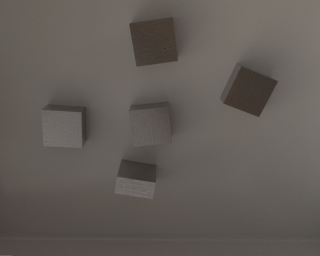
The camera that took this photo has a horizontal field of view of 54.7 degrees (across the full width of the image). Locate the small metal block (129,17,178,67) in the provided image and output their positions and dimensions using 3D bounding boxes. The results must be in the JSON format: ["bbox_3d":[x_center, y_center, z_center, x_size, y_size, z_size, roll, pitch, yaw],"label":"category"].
[{"bbox_3d":[-0.007,-0.104,0.373,0.050,0.025,0.050,-8,110,2],"label":"small metal block"}]

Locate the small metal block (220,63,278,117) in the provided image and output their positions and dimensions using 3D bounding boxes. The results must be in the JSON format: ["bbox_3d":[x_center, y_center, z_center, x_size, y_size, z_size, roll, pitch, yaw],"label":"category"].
[{"bbox_3d":[0.112,-0.048,0.394,0.050,0.025,0.050,20,109,-8],"label":"small metal block"}]

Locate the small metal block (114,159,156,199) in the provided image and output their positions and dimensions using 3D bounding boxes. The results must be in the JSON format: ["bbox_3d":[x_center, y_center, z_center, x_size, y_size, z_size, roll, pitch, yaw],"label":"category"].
[{"bbox_3d":[-0.032,0.069,0.423,0.050,0.050,0.025,10,110,-4],"label":"small metal block"}]

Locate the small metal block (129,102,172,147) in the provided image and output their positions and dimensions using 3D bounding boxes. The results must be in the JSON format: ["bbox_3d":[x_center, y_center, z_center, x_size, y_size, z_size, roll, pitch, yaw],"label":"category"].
[{"bbox_3d":[-0.012,-0.005,0.409,0.050,0.025,0.050,-6,110,2],"label":"small metal block"}]

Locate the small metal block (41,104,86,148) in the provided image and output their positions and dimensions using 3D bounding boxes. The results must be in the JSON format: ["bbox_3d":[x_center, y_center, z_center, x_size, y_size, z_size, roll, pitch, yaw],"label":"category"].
[{"bbox_3d":[-0.126,-0.002,0.409,0.050,0.025,0.050,3,110,-2],"label":"small metal block"}]
